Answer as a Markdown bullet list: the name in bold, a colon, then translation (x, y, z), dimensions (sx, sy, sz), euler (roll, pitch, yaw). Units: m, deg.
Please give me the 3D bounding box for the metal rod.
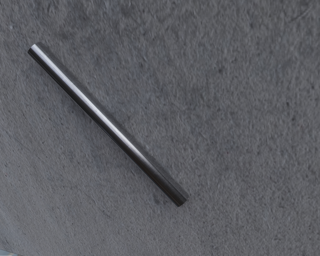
- **metal rod**: translation (-0.069, -0.002, 0.440), dimensions (0.300, 0.025, 0.025), euler (46, 129, -5)
